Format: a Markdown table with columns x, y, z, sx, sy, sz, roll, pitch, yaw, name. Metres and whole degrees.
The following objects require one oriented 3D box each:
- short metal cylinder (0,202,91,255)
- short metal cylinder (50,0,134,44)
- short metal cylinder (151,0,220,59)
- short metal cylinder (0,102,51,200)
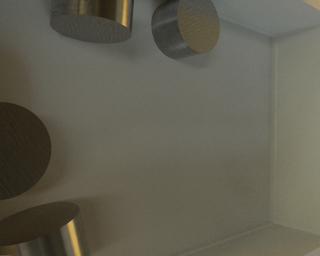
| x | y | z | sx | sy | sz | roll | pitch | yaw | name |
| --- | --- | --- | --- | --- | --- | --- | --- | --- | --- |
| -0.108 | 0.107 | 0.280 | 0.081 | 0.080 | 0.050 | -17 | 102 | -39 | short metal cylinder |
| -0.067 | -0.123 | 0.314 | 0.081 | 0.080 | 0.050 | 6 | 87 | -40 | short metal cylinder |
| 0.035 | -0.137 | 0.419 | 0.081 | 0.050 | 0.080 | 0 | 90 | -40 | short metal cylinder |
| -0.144 | 0.019 | 0.270 | 0.081 | 0.050 | 0.080 | 0 | 90 | -40 | short metal cylinder |
